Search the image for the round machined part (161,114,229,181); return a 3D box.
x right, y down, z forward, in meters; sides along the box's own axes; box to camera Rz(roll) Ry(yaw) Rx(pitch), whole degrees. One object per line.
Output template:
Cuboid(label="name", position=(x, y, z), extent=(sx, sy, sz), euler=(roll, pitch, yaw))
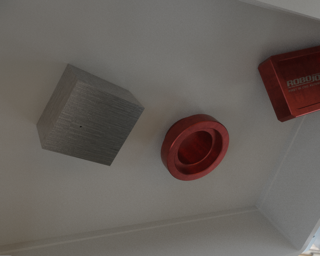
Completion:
Cuboid(label="round machined part", position=(0.045, 0.023, 0.439), extent=(0.099, 0.042, 0.097), euler=(-14, 125, -21))

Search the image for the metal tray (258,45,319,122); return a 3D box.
Cuboid(label="metal tray", position=(0.216, -0.068, 0.449), extent=(0.131, 0.030, 0.090), euler=(-15, 82, -20))

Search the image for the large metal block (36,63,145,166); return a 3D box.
Cuboid(label="large metal block", position=(-0.078, -0.012, 0.343), extent=(0.080, 0.050, 0.080), euler=(22, 107, -37))
